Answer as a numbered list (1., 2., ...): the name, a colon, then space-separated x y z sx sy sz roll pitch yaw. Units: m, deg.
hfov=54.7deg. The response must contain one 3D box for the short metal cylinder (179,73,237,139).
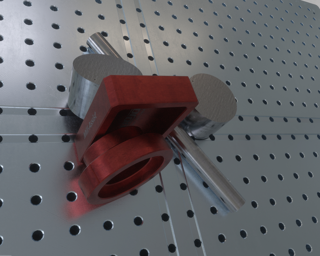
1. short metal cylinder: 0.062 -0.031 0.444 0.081 0.050 0.080 14 56 -21

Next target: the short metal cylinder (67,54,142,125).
1. short metal cylinder: -0.065 -0.047 0.368 0.081 0.050 0.080 14 34 -9

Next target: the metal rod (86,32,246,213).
1. metal rod: 0.004 -0.012 0.417 0.300 0.025 0.025 49 51 6

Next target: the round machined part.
1. round machined part: -0.039 0.034 0.320 0.099 0.097 0.042 -18 65 -35

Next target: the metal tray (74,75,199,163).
1. metal tray: -0.030 -0.005 0.328 0.091 0.129 0.030 -5 65 -30
